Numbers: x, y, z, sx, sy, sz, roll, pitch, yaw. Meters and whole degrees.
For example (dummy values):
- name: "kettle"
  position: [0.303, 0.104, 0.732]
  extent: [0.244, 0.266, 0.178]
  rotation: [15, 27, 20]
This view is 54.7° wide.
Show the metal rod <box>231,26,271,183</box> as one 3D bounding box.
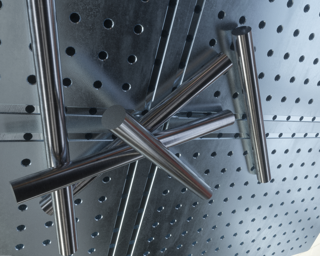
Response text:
- name: "metal rod"
  position: [0.149, -0.015, 0.485]
  extent: [0.025, 0.025, 0.299]
  rotation: [-30, 129, -9]

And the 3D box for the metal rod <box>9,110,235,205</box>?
- name: "metal rod"
  position: [-0.021, 0.024, 0.381]
  extent: [0.302, 0.025, 0.025]
  rotation: [-18, 126, -32]

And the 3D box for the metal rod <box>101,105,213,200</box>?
- name: "metal rod"
  position: [0.018, 0.050, 0.401]
  extent: [0.025, 0.025, 0.300]
  rotation: [-43, 146, 1]

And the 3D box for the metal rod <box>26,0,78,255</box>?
- name: "metal rod"
  position: [-0.114, 0.020, 0.341]
  extent: [0.025, 0.025, 0.298]
  rotation: [-9, 116, -24]

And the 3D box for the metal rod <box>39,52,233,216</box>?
- name: "metal rod"
  position: [-0.029, 0.006, 0.400]
  extent: [0.300, 0.025, 0.025]
  rotation: [-40, 130, -2]
